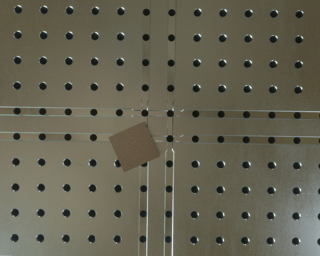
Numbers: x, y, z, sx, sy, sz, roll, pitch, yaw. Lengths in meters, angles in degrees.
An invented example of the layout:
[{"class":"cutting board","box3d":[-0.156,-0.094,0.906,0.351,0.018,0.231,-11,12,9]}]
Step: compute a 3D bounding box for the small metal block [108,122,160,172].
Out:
[{"class":"small metal block","box3d":[-0.034,0.025,0.413,0.050,0.025,0.050,-24,90,0]}]
